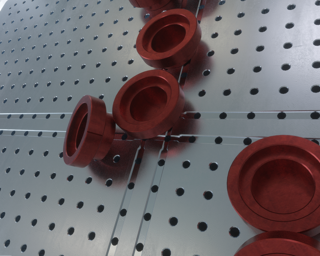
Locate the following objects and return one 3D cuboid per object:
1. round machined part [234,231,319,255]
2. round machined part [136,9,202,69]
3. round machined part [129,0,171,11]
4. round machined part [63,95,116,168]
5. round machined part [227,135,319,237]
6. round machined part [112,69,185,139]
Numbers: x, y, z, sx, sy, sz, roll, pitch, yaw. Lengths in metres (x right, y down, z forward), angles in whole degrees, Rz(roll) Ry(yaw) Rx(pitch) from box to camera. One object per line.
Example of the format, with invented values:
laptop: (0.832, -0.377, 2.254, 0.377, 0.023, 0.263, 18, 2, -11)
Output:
round machined part: (0.103, 0.131, 0.247, 0.098, 0.042, 0.097, 0, 90, 27)
round machined part: (0.016, -0.129, 0.469, 0.098, 0.042, 0.098, -13, 56, 21)
round machined part: (-0.012, -0.252, 0.559, 0.098, 0.042, 0.098, -13, 56, 21)
round machined part: (-0.095, 0.007, 0.426, 0.098, 0.042, 0.098, -34, 47, 47)
round machined part: (0.118, 0.058, 0.297, 0.098, 0.042, 0.098, -15, 51, 19)
round machined part: (-0.012, -0.028, 0.422, 0.098, 0.042, 0.098, -13, 56, 20)
